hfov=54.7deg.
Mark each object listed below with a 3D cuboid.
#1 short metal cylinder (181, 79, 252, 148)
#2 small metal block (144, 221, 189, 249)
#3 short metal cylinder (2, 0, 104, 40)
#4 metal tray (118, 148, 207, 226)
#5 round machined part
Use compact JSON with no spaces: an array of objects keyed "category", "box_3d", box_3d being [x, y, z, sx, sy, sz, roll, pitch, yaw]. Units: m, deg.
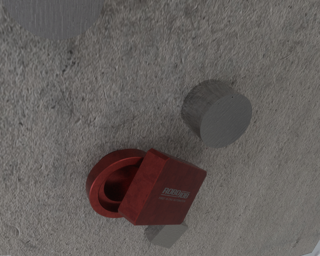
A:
[{"category":"short metal cylinder","box_3d":[0.076,-0.020,0.420,0.081,0.050,0.079,-14,124,-21]},{"category":"small metal block","box_3d":[0.011,0.170,0.518,0.050,0.025,0.050,35,99,-39]},{"category":"short metal cylinder","box_3d":[-0.093,-0.122,0.264,0.081,0.050,0.079,-14,124,-21]},{"category":"metal tray","box_3d":[0.010,0.085,0.422,0.130,0.030,0.090,28,89,-57]},{"category":"round machined part","box_3d":[-0.050,0.068,0.411,0.099,0.042,0.097,-14,124,-21]}]
